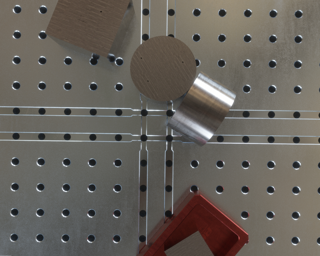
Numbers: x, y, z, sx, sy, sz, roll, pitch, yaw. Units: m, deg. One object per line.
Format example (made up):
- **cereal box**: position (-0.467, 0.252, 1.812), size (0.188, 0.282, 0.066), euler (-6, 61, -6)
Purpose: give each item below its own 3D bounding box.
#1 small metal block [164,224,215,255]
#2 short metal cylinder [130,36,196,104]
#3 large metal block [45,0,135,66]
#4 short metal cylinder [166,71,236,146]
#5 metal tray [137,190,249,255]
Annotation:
- **small metal block**: position (0.040, 0.163, 0.401), size (0.050, 0.025, 0.050), euler (-32, 90, 0)
- **short metal cylinder**: position (0.004, -0.072, 0.401), size (0.081, 0.050, 0.080), euler (0, 90, 0)
- **large metal block**: position (-0.087, -0.137, 0.400), size (0.080, 0.050, 0.080), euler (22, 90, 0)
- **short metal cylinder**: position (0.051, -0.024, 0.386), size (0.050, 0.080, 0.080), euler (32, 90, 0)
- **metal tray**: position (0.040, 0.160, 0.411), size (0.090, 0.030, 0.130), euler (40, 90, 0)
